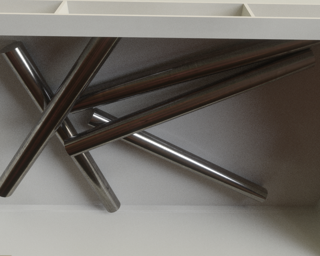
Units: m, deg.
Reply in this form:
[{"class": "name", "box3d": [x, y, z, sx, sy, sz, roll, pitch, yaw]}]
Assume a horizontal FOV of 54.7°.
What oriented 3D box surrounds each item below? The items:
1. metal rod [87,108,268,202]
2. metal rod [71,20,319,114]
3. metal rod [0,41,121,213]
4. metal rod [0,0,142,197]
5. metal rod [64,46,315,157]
[{"class": "metal rod", "box3d": [0.039, 0.047, 0.448, 0.301, 0.025, 0.025, 26, 125, -21]}, {"class": "metal rod", "box3d": [0.032, -0.066, 0.353, 0.301, 0.025, 0.025, -14, 129, 11]}, {"class": "metal rod", "box3d": [-0.119, 0.022, 0.426, 0.025, 0.025, 0.299, -12, 129, 10]}, {"class": "metal rod", "box3d": [-0.119, -0.021, 0.360, 0.025, 0.025, 0.299, 31, 114, -24]}, {"class": "metal rod", "box3d": [0.027, -0.027, 0.365, 0.301, 0.025, 0.025, -20, 128, 8]}]
